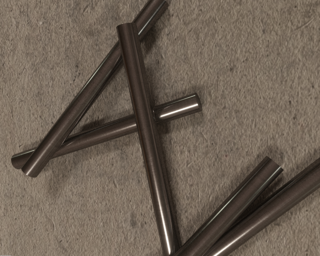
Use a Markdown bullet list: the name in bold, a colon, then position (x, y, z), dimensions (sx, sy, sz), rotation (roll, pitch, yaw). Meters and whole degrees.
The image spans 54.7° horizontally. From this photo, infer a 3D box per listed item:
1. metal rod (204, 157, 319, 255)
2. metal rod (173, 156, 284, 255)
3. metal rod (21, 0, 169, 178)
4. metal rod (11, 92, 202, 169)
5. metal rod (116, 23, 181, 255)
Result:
- **metal rod**: position (0.109, 0.114, 0.370), dimensions (0.299, 0.025, 0.025), rotation (-43, 77, 14)
- **metal rod**: position (0.036, 0.153, 0.376), dimensions (0.025, 0.025, 0.299), rotation (43, 96, 14)
- **metal rod**: position (-0.092, -0.054, 0.423), dimensions (0.025, 0.025, 0.299), rotation (41, 96, 15)
- **metal rod**: position (-0.087, 0.010, 0.438), dimensions (0.301, 0.025, 0.025), rotation (-18, 84, 18)
- **metal rod**: position (-0.012, 0.021, 0.389), dimensions (0.025, 0.025, 0.298), rotation (-10, 95, 19)
